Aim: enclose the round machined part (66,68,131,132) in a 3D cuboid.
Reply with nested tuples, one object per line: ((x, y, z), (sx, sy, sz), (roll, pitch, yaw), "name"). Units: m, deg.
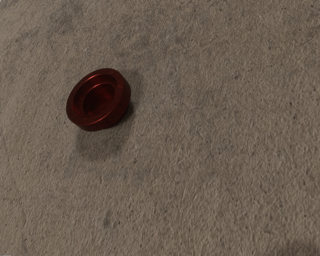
((-0.086, -0.037, 0.459), (0.098, 0.042, 0.098), (-13, 56, 20), "round machined part")
